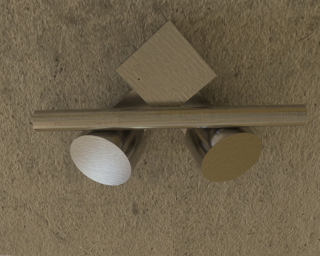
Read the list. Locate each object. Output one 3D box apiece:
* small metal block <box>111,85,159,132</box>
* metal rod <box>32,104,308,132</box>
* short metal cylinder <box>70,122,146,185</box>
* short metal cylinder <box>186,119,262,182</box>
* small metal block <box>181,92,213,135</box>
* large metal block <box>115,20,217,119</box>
[{"bbox_3d":[-0.030,-0.023,0.402,0.050,0.025,0.050,-42,105,12],"label":"small metal block"},{"bbox_3d":[0.011,-0.011,0.352,0.302,0.025,0.025,-1,110,0],"label":"metal rod"},{"bbox_3d":[-0.064,0.026,0.391,0.080,0.050,0.079,11,129,14],"label":"short metal cylinder"},{"bbox_3d":[0.079,0.022,0.392,0.081,0.050,0.079,-12,130,-14],"label":"short metal cylinder"},{"bbox_3d":[0.042,-0.021,0.403,0.050,0.025,0.050,-41,105,13],"label":"small metal block"},{"bbox_3d":[0.007,-0.070,0.370,0.080,0.050,0.080,-40,106,13],"label":"large metal block"}]
